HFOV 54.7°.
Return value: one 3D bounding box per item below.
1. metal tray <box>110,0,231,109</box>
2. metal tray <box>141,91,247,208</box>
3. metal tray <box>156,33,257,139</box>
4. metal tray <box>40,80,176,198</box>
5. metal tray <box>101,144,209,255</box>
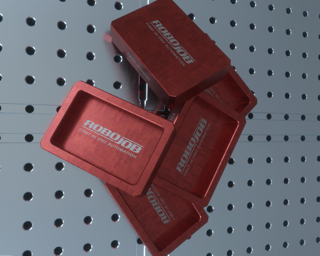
[{"bbox_3d":[0.011,-0.096,0.382,0.091,0.030,0.130,-32,71,-18],"label":"metal tray"},{"bbox_3d":[0.044,0.024,0.396,0.090,0.030,0.130,30,80,-18],"label":"metal tray"},{"bbox_3d":[0.066,-0.054,0.435,0.090,0.030,0.130,-45,105,-15],"label":"metal tray"},{"bbox_3d":[-0.058,0.011,0.357,0.130,0.030,0.090,25,80,12],"label":"metal tray"},{"bbox_3d":[-0.005,0.095,0.409,0.090,0.030,0.130,-34,102,-17],"label":"metal tray"}]
